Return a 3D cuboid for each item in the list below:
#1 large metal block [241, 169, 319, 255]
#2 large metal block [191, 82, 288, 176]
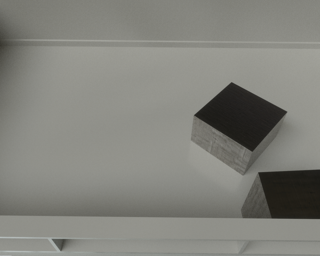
[{"bbox_3d":[0.131,0.083,0.300,0.081,0.080,0.050,-2,50,-2],"label":"large metal block"},{"bbox_3d":[0.097,-0.001,0.391,0.080,0.050,0.080,35,58,25],"label":"large metal block"}]
